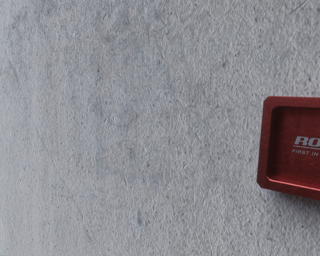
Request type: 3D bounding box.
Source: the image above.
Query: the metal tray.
[{"bbox_3d":[0.157,0.019,0.272,0.130,0.030,0.089,7,94,39],"label":"metal tray"}]
